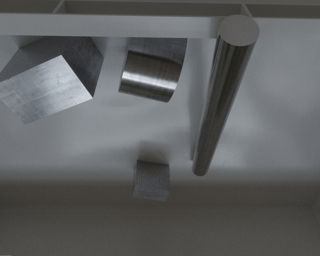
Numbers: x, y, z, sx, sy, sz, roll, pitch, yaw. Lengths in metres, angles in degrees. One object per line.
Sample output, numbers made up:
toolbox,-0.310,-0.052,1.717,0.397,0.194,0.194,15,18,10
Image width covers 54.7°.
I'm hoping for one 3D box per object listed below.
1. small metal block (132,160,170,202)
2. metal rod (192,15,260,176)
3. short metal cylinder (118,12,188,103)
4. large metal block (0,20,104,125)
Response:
small metal block,-0.013,0.078,0.459,0.050,0.050,0.025,11,129,-10
metal rod,0.054,0.000,0.328,0.025,0.025,0.299,-2,156,1
short metal cylinder,-0.009,-0.070,0.314,0.050,0.080,0.079,12,129,-11
large metal block,-0.111,-0.059,0.321,0.080,0.080,0.050,-19,128,15
